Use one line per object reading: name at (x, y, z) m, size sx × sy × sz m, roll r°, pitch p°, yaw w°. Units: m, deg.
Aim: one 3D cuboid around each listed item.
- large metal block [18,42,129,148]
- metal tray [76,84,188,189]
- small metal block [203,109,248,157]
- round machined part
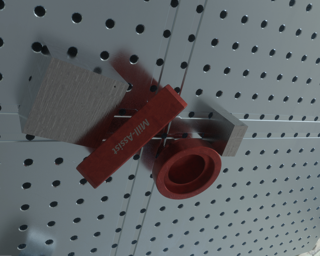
large metal block at (-0.092, -0.032, 0.325) m, size 0.081 × 0.050 × 0.080 m, roll 17°, pitch 110°, yaw -35°
metal tray at (-0.028, 0.009, 0.360) m, size 0.130 × 0.090 × 0.030 m, roll -42°, pitch 89°, yaw 1°
small metal block at (0.094, 0.007, 0.450) m, size 0.025 × 0.050 × 0.050 m, roll 4°, pitch 117°, yaw -31°
round machined part at (0.035, 0.054, 0.448) m, size 0.099 × 0.042 × 0.097 m, roll -11°, pitch 127°, yaw -15°
